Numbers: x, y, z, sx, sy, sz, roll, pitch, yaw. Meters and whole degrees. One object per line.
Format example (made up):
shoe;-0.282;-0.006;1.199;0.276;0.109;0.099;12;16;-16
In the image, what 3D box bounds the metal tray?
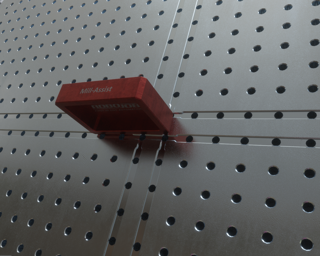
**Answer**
metal tray;-0.059;-0.025;0.411;0.130;0.090;0.030;-1;62;27
